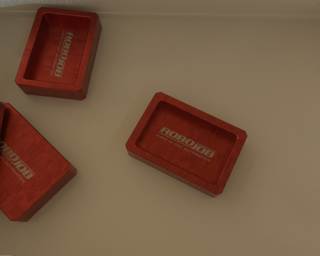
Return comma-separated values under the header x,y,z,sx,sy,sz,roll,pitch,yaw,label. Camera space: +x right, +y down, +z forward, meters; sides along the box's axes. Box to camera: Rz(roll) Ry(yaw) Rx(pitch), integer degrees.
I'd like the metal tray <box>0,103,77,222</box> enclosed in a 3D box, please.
x,y,z,sx,sy,sz,roll,pitch,yaw,label
-0.183,0.041,0.390,0.130,0.030,0.090,41,75,13,metal tray

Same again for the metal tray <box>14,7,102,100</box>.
x,y,z,sx,sy,sz,roll,pitch,yaw,label
-0.141,-0.108,0.444,0.091,0.030,0.130,7,70,2,metal tray

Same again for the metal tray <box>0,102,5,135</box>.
x,y,z,sx,sy,sz,roll,pitch,yaw,label
-0.242,0.029,0.373,0.090,0.030,0.129,-6,71,19,metal tray

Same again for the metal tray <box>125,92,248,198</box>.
x,y,z,sx,sy,sz,roll,pitch,yaw,label
0.034,0.020,0.400,0.130,0.030,0.090,26,72,8,metal tray
